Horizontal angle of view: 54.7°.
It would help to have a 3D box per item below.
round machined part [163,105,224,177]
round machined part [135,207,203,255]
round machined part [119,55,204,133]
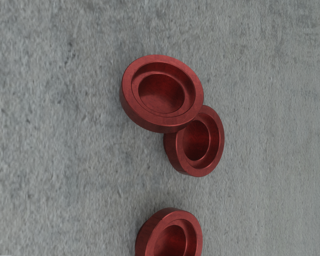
[{"bbox_3d":[0.043,0.017,0.431,0.099,0.042,0.097,-2,93,-42],"label":"round machined part"},{"bbox_3d":[0.007,0.152,0.402,0.099,0.042,0.097,0,90,-40],"label":"round machined part"},{"bbox_3d":[0.000,-0.037,0.376,0.099,0.042,0.098,7,63,-13],"label":"round machined part"}]
